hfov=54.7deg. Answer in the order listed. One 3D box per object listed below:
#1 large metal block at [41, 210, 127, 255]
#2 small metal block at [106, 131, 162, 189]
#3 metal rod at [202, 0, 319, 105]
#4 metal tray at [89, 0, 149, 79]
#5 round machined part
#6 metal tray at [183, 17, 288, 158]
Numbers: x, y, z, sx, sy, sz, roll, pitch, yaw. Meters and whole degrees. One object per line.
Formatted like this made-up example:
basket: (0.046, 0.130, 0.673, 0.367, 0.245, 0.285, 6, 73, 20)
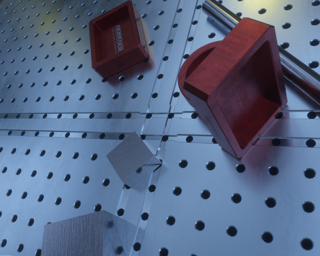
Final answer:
large metal block: (-0.084, 0.146, 0.345, 0.080, 0.050, 0.080, -18, 55, 17)
small metal block: (-0.034, 0.040, 0.400, 0.050, 0.025, 0.050, -41, 51, 0)
metal rod: (0.142, -0.094, 0.390, 0.025, 0.025, 0.300, -37, 51, 4)
metal tray: (-0.075, -0.156, 0.537, 0.090, 0.030, 0.130, -22, 53, 14)
round machined part: (0.076, -0.060, 0.394, 0.098, 0.042, 0.098, -13, 56, 20)
metal tray: (0.084, -0.033, 0.317, 0.090, 0.130, 0.030, -48, 52, -5)
